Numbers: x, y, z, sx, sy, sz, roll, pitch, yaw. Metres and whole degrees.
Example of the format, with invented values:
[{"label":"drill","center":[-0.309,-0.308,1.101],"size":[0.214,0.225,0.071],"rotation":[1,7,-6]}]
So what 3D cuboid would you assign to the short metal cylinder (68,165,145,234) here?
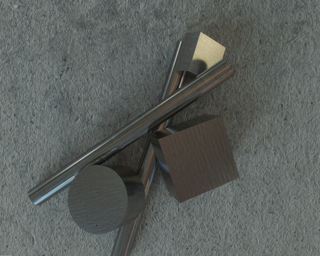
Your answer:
[{"label":"short metal cylinder","center":[-0.065,0.086,0.385],"size":[0.080,0.050,0.080],"rotation":[-2,83,20]}]

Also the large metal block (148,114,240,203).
[{"label":"large metal block","center":[0.041,0.034,0.384],"size":[0.081,0.050,0.080],"rotation":[-20,99,-13]}]

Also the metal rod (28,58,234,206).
[{"label":"metal rod","center":[-0.041,0.009,0.393],"size":[0.300,0.025,0.025],"rotation":[-34,90,6]}]

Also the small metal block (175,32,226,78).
[{"label":"small metal block","center":[0.053,-0.089,0.399],"size":[0.050,0.025,0.050],"rotation":[17,90,-40]}]

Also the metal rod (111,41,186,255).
[{"label":"metal rod","center":[-0.010,0.033,0.410],"size":[0.025,0.025,0.298],"rotation":[17,90,0]}]
